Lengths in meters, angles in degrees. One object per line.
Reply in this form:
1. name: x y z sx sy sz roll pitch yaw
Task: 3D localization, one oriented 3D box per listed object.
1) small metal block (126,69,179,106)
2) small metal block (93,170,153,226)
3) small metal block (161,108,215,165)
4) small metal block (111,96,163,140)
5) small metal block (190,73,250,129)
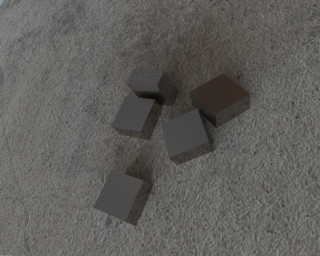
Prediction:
1. small metal block: -0.010 -0.056 0.427 0.050 0.050 0.025 9 66 32
2. small metal block: -0.044 0.084 0.376 0.050 0.025 0.050 12 68 33
3. small metal block: 0.033 0.011 0.380 0.050 0.025 0.050 -23 53 14
4. small metal block: -0.031 -0.014 0.429 0.050 0.025 0.050 10 67 32
5. small metal block: 0.073 -0.034 0.378 0.050 0.025 0.050 -30 50 -13
